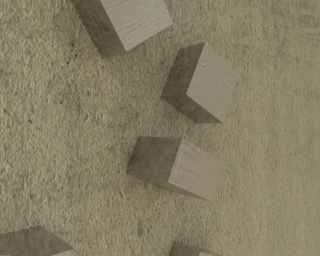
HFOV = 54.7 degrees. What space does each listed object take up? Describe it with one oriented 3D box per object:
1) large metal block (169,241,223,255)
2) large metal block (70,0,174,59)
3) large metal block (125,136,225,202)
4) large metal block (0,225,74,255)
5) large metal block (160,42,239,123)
[{"bbox_3d":[0.051,0.212,0.432,0.080,0.050,0.080,29,72,-36],"label":"large metal block"},{"bbox_3d":[-0.043,-0.136,0.352,0.080,0.050,0.080,-41,115,-32],"label":"large metal block"},{"bbox_3d":[0.018,0.050,0.384,0.080,0.080,0.050,31,71,-36],"label":"large metal block"},{"bbox_3d":[-0.115,0.141,0.272,0.050,0.080,0.079,-3,92,-40],"label":"large metal block"},{"bbox_3d":[0.058,-0.060,0.436,0.080,0.050,0.080,33,70,-35],"label":"large metal block"}]
